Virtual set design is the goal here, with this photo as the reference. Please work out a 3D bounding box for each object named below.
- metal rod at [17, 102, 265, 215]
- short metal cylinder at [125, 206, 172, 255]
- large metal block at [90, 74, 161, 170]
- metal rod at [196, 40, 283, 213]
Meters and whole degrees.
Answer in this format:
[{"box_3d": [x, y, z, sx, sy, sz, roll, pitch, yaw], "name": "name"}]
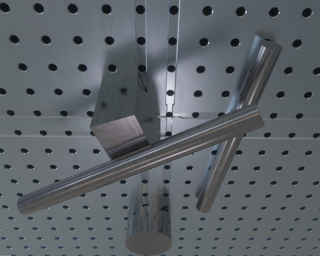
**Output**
[{"box_3d": [-0.036, 0.042, 0.341, 0.300, 0.025, 0.025, -23, 127, 18], "name": "metal rod"}, {"box_3d": [-0.020, 0.183, 0.552, 0.081, 0.050, 0.079, 0, 130, 0], "name": "short metal cylinder"}, {"box_3d": [-0.036, -0.004, 0.372, 0.050, 0.080, 0.080, -15, 129, 12], "name": "large metal block"}, {"box_3d": [0.097, 0.022, 0.431, 0.025, 0.025, 0.298, 7, 130, -6], "name": "metal rod"}]
